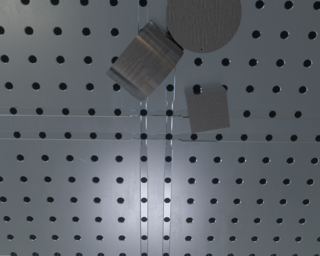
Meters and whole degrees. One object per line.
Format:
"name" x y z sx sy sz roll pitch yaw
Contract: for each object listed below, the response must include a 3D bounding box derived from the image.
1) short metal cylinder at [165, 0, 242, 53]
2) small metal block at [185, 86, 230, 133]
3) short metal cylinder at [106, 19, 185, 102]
"short metal cylinder" 0.047 -0.129 0.353 0.081 0.050 0.079 0 110 0
"small metal block" 0.062 -0.024 0.405 0.050 0.025 0.050 -9 110 3
"short metal cylinder" -0.017 -0.076 0.356 0.050 0.080 0.080 39 105 -13
